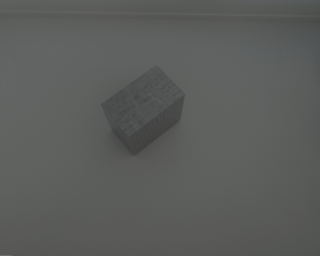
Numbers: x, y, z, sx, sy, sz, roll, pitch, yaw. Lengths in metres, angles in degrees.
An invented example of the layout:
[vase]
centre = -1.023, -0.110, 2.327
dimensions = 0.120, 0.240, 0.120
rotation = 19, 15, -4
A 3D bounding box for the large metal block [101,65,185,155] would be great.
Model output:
[large metal block]
centre = -0.019, -0.019, 0.384
dimensions = 0.080, 0.080, 0.050
rotation = -38, 75, -13
